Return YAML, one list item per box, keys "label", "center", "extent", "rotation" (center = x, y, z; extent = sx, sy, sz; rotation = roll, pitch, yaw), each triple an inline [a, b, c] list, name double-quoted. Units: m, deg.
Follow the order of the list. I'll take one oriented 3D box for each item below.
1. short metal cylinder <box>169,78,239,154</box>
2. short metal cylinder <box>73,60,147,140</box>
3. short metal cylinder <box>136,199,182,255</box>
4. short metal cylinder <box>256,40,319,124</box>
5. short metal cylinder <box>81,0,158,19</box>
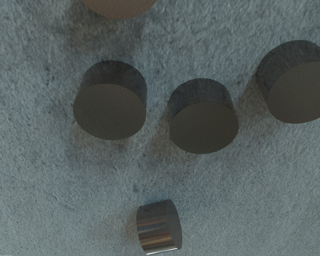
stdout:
- label: "short metal cylinder"
  center: [0.051, -0.014, 0.380]
  extent: [0.081, 0.050, 0.079]
  rotation: [0, 130, 0]
- label: "short metal cylinder"
  center: [-0.056, -0.032, 0.363]
  extent: [0.081, 0.050, 0.079]
  rotation: [0, 130, 0]
- label: "short metal cylinder"
  center: [0.000, 0.163, 0.510]
  extent: [0.050, 0.080, 0.080]
  rotation: [-16, 128, 13]
- label: "short metal cylinder"
  center: [0.155, -0.051, 0.350]
  extent: [0.081, 0.050, 0.079]
  rotation: [0, 130, 0]
- label: "short metal cylinder"
  center: [-0.035, -0.143, 0.268]
  extent: [0.081, 0.050, 0.079]
  rotation: [0, 130, 0]
